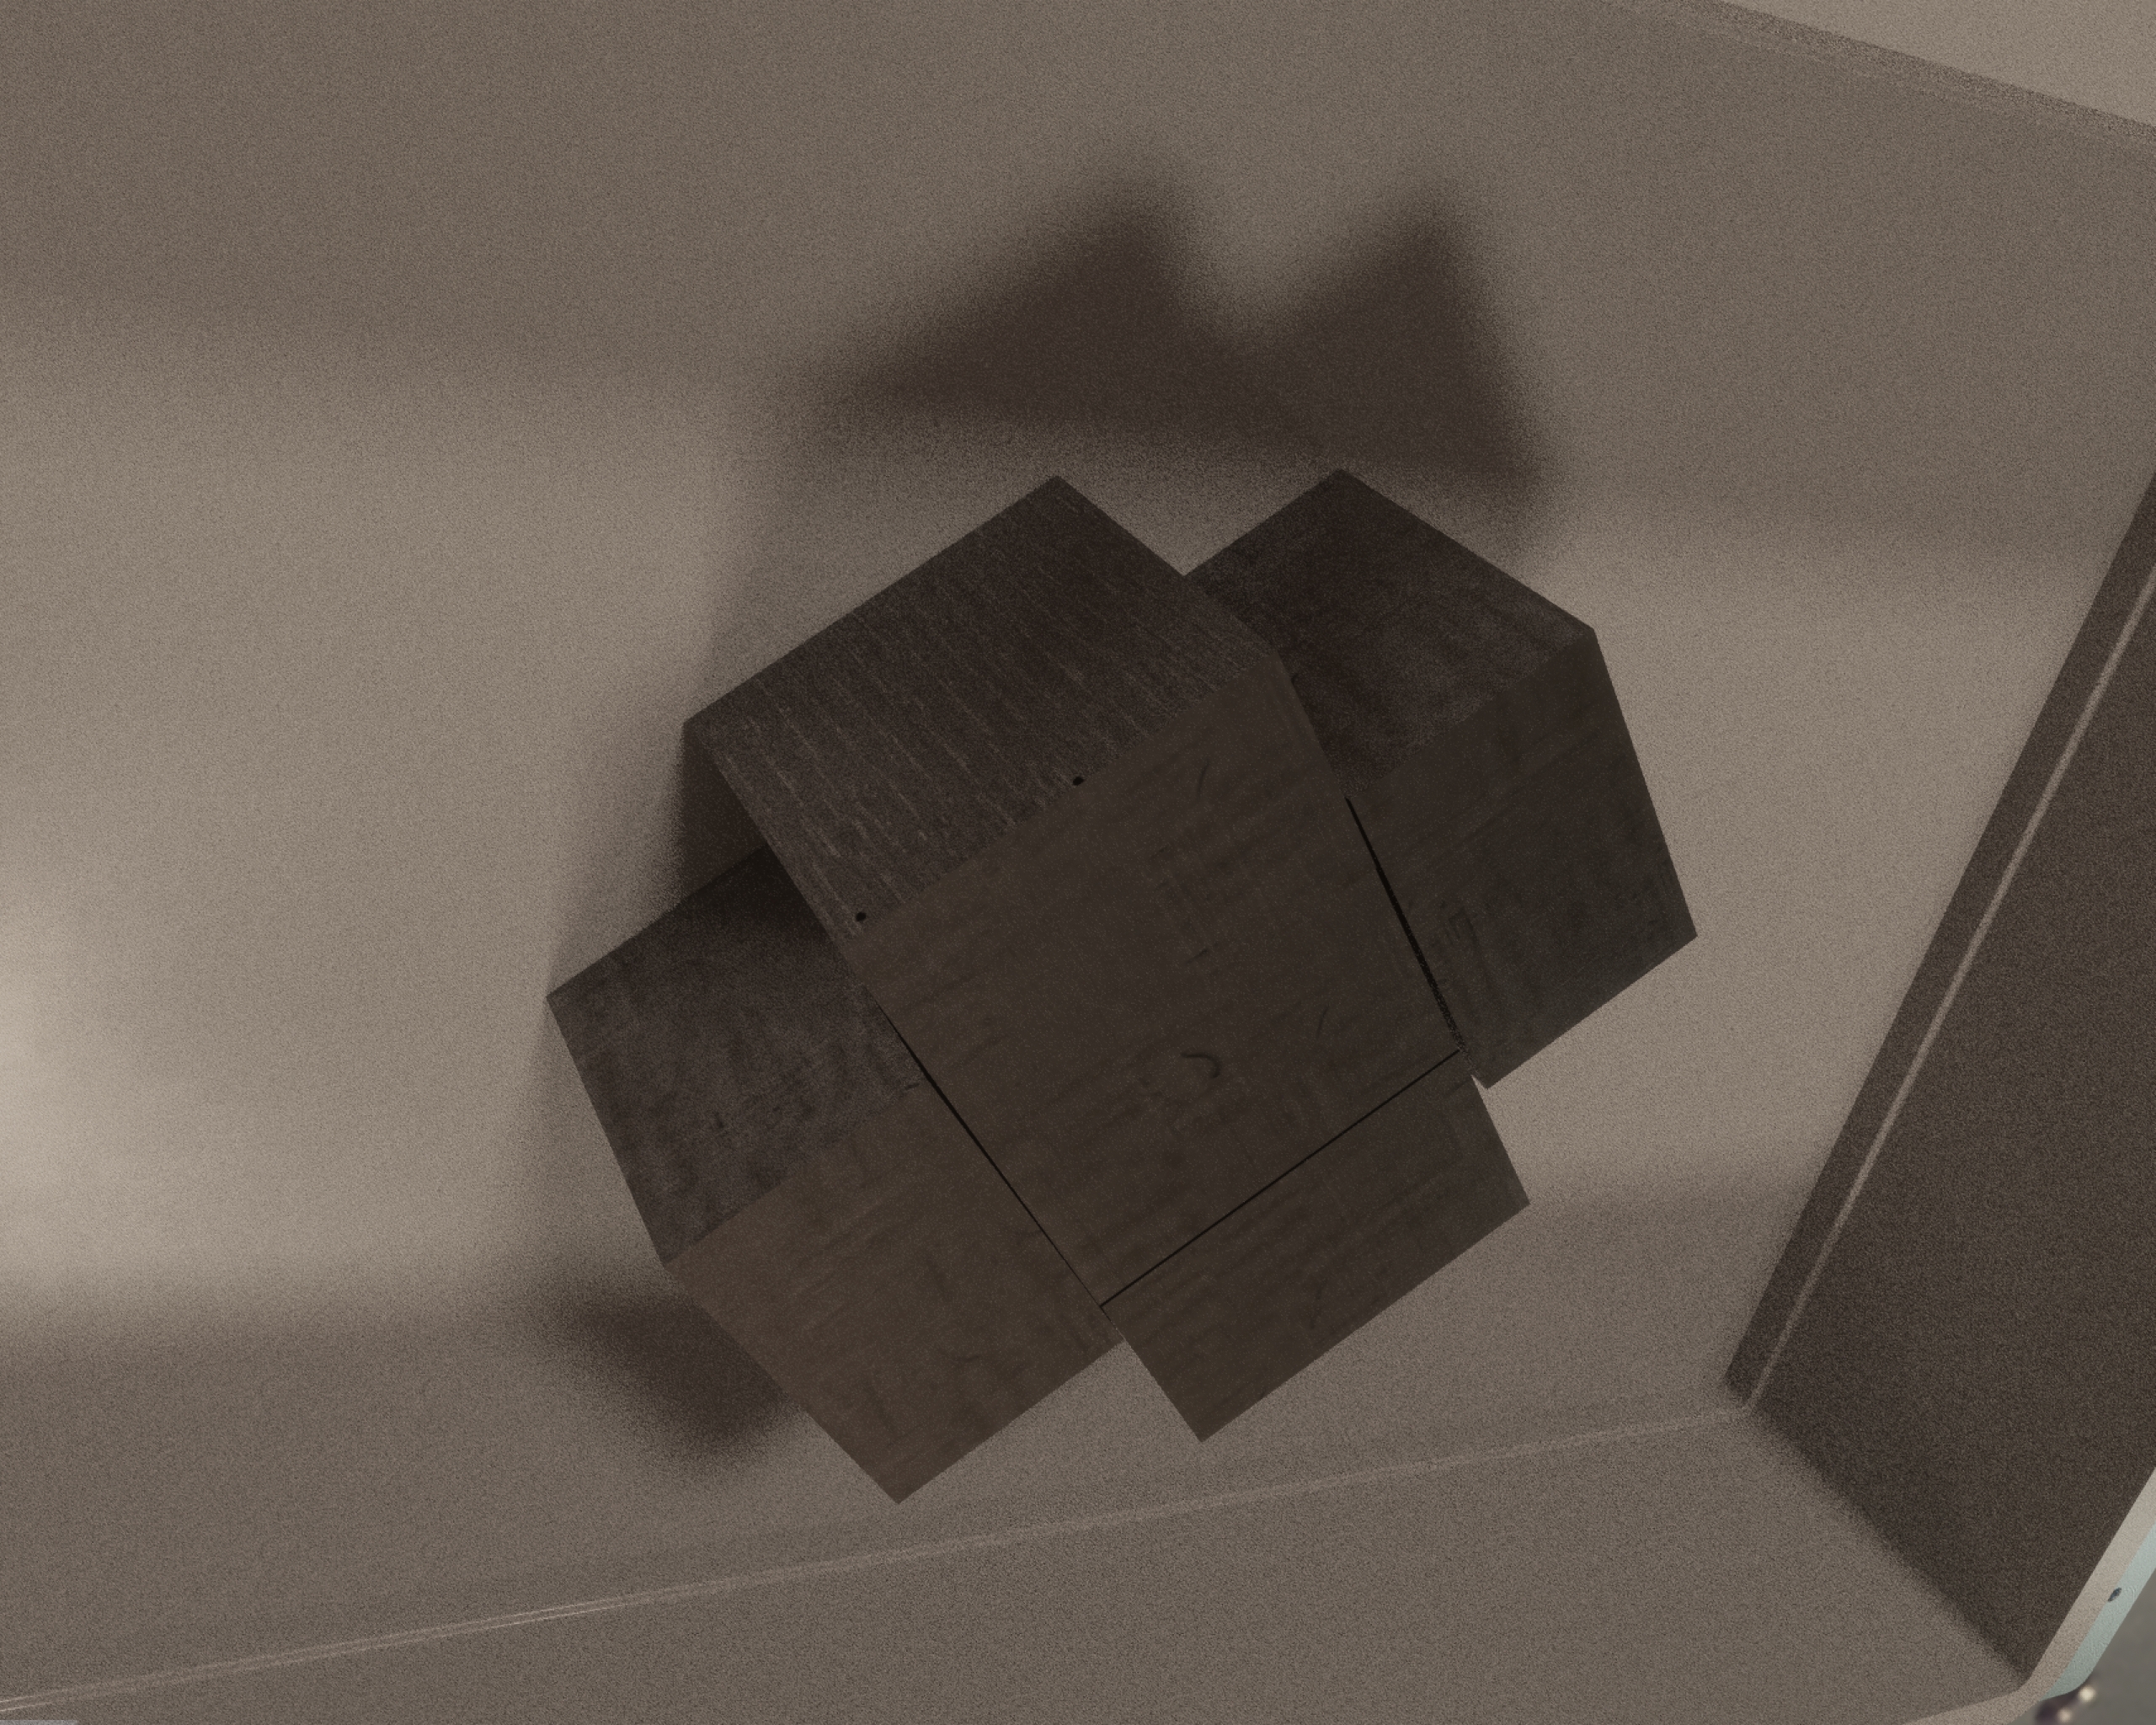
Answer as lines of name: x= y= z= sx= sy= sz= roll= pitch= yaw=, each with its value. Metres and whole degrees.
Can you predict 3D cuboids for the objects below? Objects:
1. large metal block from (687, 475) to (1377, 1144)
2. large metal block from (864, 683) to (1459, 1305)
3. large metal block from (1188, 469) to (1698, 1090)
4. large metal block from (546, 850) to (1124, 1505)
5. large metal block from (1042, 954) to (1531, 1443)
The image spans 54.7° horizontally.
large metal block: x=-0.010 y=-0.012 z=0.360 sx=0.080 sy=0.080 sz=0.050 roll=-35 pitch=129 yaw=-6
large metal block: x=0.010 y=0.021 z=0.392 sx=0.080 sy=0.080 sz=0.050 roll=-35 pitch=129 yaw=-6
large metal block: x=0.064 y=-0.017 z=0.398 sx=0.050 sy=0.080 sz=0.080 roll=-35 pitch=129 yaw=-5
large metal block: x=-0.045 y=0.056 z=0.383 sx=0.050 sy=0.080 sz=0.080 roll=-35 pitch=129 yaw=-5
large metal block: x=0.030 y=0.055 z=0.425 sx=0.080 sy=0.080 sz=0.050 roll=-35 pitch=129 yaw=-6
